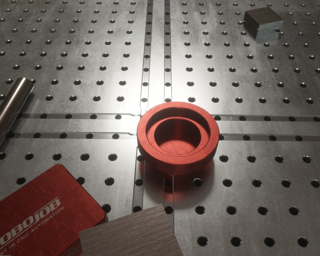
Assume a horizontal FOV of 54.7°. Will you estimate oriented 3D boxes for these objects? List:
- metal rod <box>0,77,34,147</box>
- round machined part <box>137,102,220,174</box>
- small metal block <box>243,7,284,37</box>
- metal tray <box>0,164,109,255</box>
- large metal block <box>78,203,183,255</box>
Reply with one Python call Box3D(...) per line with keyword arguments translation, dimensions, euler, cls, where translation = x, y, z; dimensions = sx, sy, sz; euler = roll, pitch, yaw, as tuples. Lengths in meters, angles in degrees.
Box3D(translation=(-0.218, 0.048, 0.363), dimensions=(0.025, 0.025, 0.300), euler=(6, 50, 4), cls="metal rod")
Box3D(translation=(0.022, 0.016, 0.384), dimensions=(0.099, 0.042, 0.098), euler=(0, 50, 0), cls="round machined part")
Box3D(translation=(0.192, -0.199, 0.577), dimensions=(0.050, 0.025, 0.050), euler=(-15, 52, -13), cls="small metal block")
Box3D(translation=(-0.130, 0.106, 0.313), dimensions=(0.131, 0.030, 0.090), euler=(-36, 59, -27), cls="metal tray")
Box3D(translation=(-0.022, 0.128, 0.284), dimensions=(0.081, 0.050, 0.080), euler=(-16, 52, -13), cls="large metal block")
